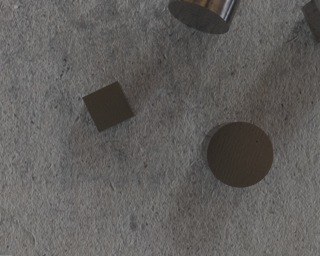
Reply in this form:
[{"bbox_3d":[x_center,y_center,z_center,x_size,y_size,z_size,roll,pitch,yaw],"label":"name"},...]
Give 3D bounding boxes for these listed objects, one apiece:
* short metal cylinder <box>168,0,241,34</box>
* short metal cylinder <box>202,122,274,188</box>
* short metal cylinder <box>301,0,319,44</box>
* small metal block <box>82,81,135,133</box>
[{"bbox_3d":[0.057,-0.158,0.383,0.080,0.080,0.050,22,90,0],"label":"short metal cylinder"},{"bbox_3d":[0.097,0.032,0.398,0.081,0.050,0.079,0,90,0],"label":"short metal cylinder"},{"bbox_3d":[0.226,-0.146,0.384,0.080,0.080,0.050,-24,90,0],"label":"short metal cylinder"},{"bbox_3d":[-0.066,-0.027,0.409,0.050,0.025,0.050,-25,90,0],"label":"small metal block"}]
